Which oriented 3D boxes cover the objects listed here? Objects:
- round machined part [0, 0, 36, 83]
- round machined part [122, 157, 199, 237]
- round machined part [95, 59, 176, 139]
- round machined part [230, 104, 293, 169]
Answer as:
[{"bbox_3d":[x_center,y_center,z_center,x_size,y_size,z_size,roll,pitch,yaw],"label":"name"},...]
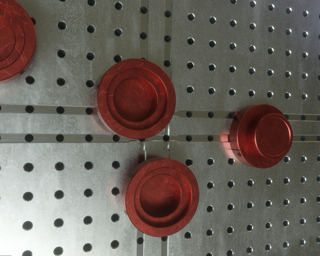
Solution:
[{"bbox_3d":[-0.187,-0.095,0.335,0.099,0.042,0.097,0,90,-21],"label":"round machined part"},{"bbox_3d":[-0.002,0.087,0.404,0.099,0.042,0.097,0,90,-21],"label":"round machined part"},{"bbox_3d":[-0.033,-0.035,0.392,0.099,0.042,0.097,0,90,-21],"label":"round machined part"},{"bbox_3d":[0.158,0.012,0.464,0.099,0.042,0.097,0,90,-21],"label":"round machined part"}]
